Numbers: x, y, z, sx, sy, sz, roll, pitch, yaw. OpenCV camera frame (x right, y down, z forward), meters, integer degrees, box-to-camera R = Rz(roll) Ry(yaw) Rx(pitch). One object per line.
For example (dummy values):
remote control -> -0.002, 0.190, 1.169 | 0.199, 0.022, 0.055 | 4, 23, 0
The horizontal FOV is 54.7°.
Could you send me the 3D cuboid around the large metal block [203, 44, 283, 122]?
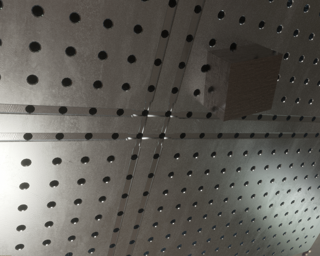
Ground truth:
large metal block -> 0.109, -0.063, 0.418 | 0.081, 0.050, 0.079 | -14, 124, -21
